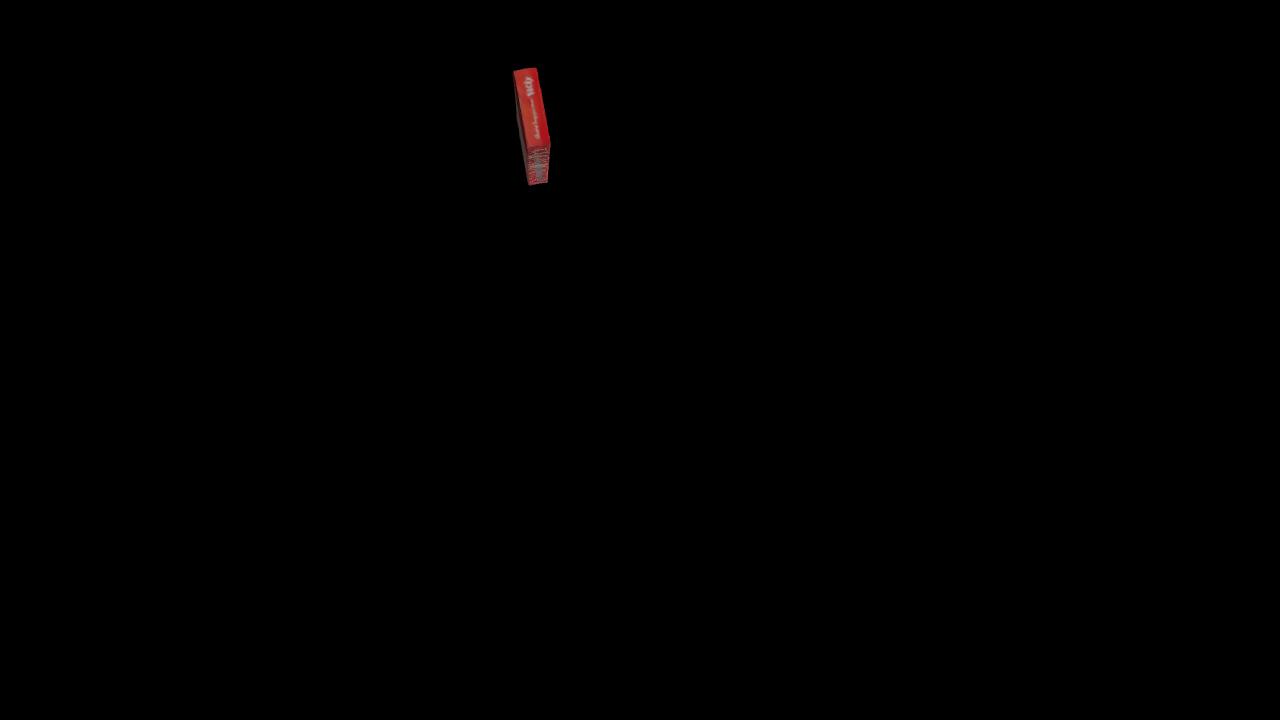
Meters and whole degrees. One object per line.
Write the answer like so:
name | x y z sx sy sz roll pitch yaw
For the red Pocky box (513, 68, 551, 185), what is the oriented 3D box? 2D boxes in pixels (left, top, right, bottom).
red Pocky box | -0.122 -0.258 0.700 0.028 0.083 0.155 -9 4 -9
